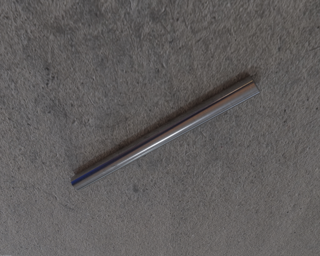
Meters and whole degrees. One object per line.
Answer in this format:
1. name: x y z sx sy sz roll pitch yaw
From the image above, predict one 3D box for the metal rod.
1. metal rod: -0.008 0.016 0.423 0.300 0.025 0.025 -30 124 22
